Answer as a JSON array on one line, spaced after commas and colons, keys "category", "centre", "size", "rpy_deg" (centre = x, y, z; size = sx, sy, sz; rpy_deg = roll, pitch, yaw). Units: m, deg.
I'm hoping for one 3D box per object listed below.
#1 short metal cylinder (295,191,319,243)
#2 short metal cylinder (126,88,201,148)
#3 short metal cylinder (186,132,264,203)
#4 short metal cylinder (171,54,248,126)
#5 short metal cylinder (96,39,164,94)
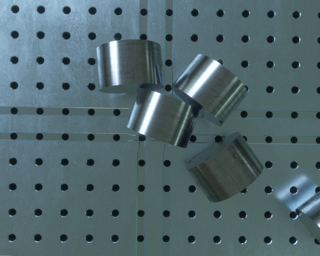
[{"category": "short metal cylinder", "centre": [0.220, 0.120, 0.389], "size": [0.050, 0.080, 0.080], "rpy_deg": [-37, 90, 0]}, {"category": "short metal cylinder", "centre": [0.004, -0.013, 0.385], "size": [0.080, 0.080, 0.050], "rpy_deg": [20, 92, -1]}, {"category": "short metal cylinder", "centre": [0.080, 0.048, 0.387], "size": [0.080, 0.080, 0.050], "rpy_deg": [-35, 90, 0]}, {"category": "short metal cylinder", "centre": [0.061, -0.046, 0.387], "size": [0.080, 0.080, 0.050], "rpy_deg": [39, 90, -1]}, {"category": "short metal cylinder", "centre": [-0.037, -0.073, 0.385], "size": [0.081, 0.080, 0.050], "rpy_deg": [-4, 89, -1]}]
